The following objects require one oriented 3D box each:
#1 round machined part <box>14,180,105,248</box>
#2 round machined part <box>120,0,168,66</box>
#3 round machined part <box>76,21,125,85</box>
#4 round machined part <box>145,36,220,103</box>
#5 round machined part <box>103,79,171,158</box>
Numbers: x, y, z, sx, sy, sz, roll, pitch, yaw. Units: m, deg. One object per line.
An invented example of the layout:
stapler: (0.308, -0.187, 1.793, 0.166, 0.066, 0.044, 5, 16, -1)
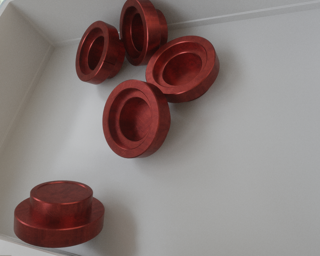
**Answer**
round machined part: (-0.113, 0.092, 0.357, 0.098, 0.099, 0.042, 13, 102, 33)
round machined part: (-0.023, -0.145, 0.472, 0.042, 0.097, 0.098, -12, 45, -28)
round machined part: (-0.092, -0.117, 0.497, 0.098, 0.042, 0.098, -14, 71, 45)
round machined part: (0.033, -0.075, 0.422, 0.098, 0.042, 0.098, -13, 56, 20)
round machined part: (-0.025, -0.010, 0.397, 0.098, 0.042, 0.097, -3, 85, 39)
